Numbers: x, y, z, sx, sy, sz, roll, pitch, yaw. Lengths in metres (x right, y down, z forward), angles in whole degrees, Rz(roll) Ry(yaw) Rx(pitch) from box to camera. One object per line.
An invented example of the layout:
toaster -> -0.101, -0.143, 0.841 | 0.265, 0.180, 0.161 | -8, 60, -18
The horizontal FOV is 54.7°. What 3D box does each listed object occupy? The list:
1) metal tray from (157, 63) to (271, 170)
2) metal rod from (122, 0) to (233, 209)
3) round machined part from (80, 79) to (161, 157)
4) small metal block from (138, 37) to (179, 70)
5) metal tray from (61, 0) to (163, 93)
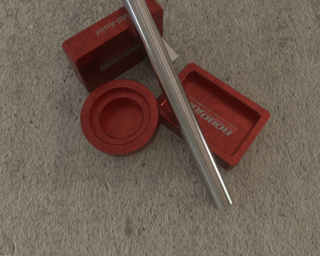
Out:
metal tray -> 0.066, -0.017, 0.414 | 0.130, 0.030, 0.090 | 36, 74, 12
metal rod -> 0.017, -0.043, 0.369 | 0.025, 0.025, 0.299 | -25, 94, -9
round machined part -> -0.048, -0.010, 0.400 | 0.099, 0.042, 0.098 | -2, 73, 5
small metal block -> -0.005, -0.101, 0.428 | 0.025, 0.050, 0.050 | -42, 90, -11
metal tray -> -0.056, -0.110, 0.414 | 0.131, 0.090, 0.030 | -36, 74, -12
